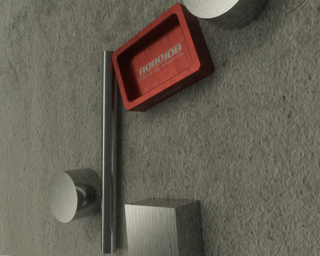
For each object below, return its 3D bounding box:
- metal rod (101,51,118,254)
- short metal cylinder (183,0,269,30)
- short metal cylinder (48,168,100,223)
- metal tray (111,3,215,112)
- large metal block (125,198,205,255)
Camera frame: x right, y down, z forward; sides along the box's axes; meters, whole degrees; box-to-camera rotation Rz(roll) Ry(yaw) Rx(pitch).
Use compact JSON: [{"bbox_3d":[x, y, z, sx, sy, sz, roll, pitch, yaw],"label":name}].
[{"bbox_3d":[-0.076,0.036,0.467,0.025,0.025,0.298,0,90,40],"label":"metal rod"},{"bbox_3d":[0.070,-0.151,0.331,0.080,0.050,0.079,0,90,40],"label":"short metal cylinder"},{"bbox_3d":[-0.137,0.107,0.502,0.080,0.050,0.079,0,90,40],"label":"short metal cylinder"},{"bbox_3d":[-0.002,-0.086,0.403,0.130,0.030,0.090,-26,74,37],"label":"metal tray"},{"bbox_3d":[0.005,0.132,0.384,0.080,0.050,0.080,-8,85,39],"label":"large metal block"}]
